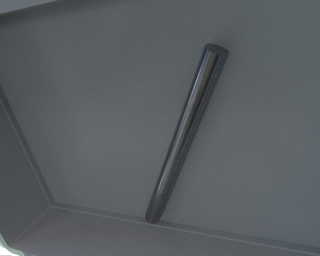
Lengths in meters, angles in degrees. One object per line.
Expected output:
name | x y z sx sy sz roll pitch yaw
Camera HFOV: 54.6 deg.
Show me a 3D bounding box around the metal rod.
metal rod | 0.023 0.031 0.415 0.025 0.025 0.298 26 128 12
